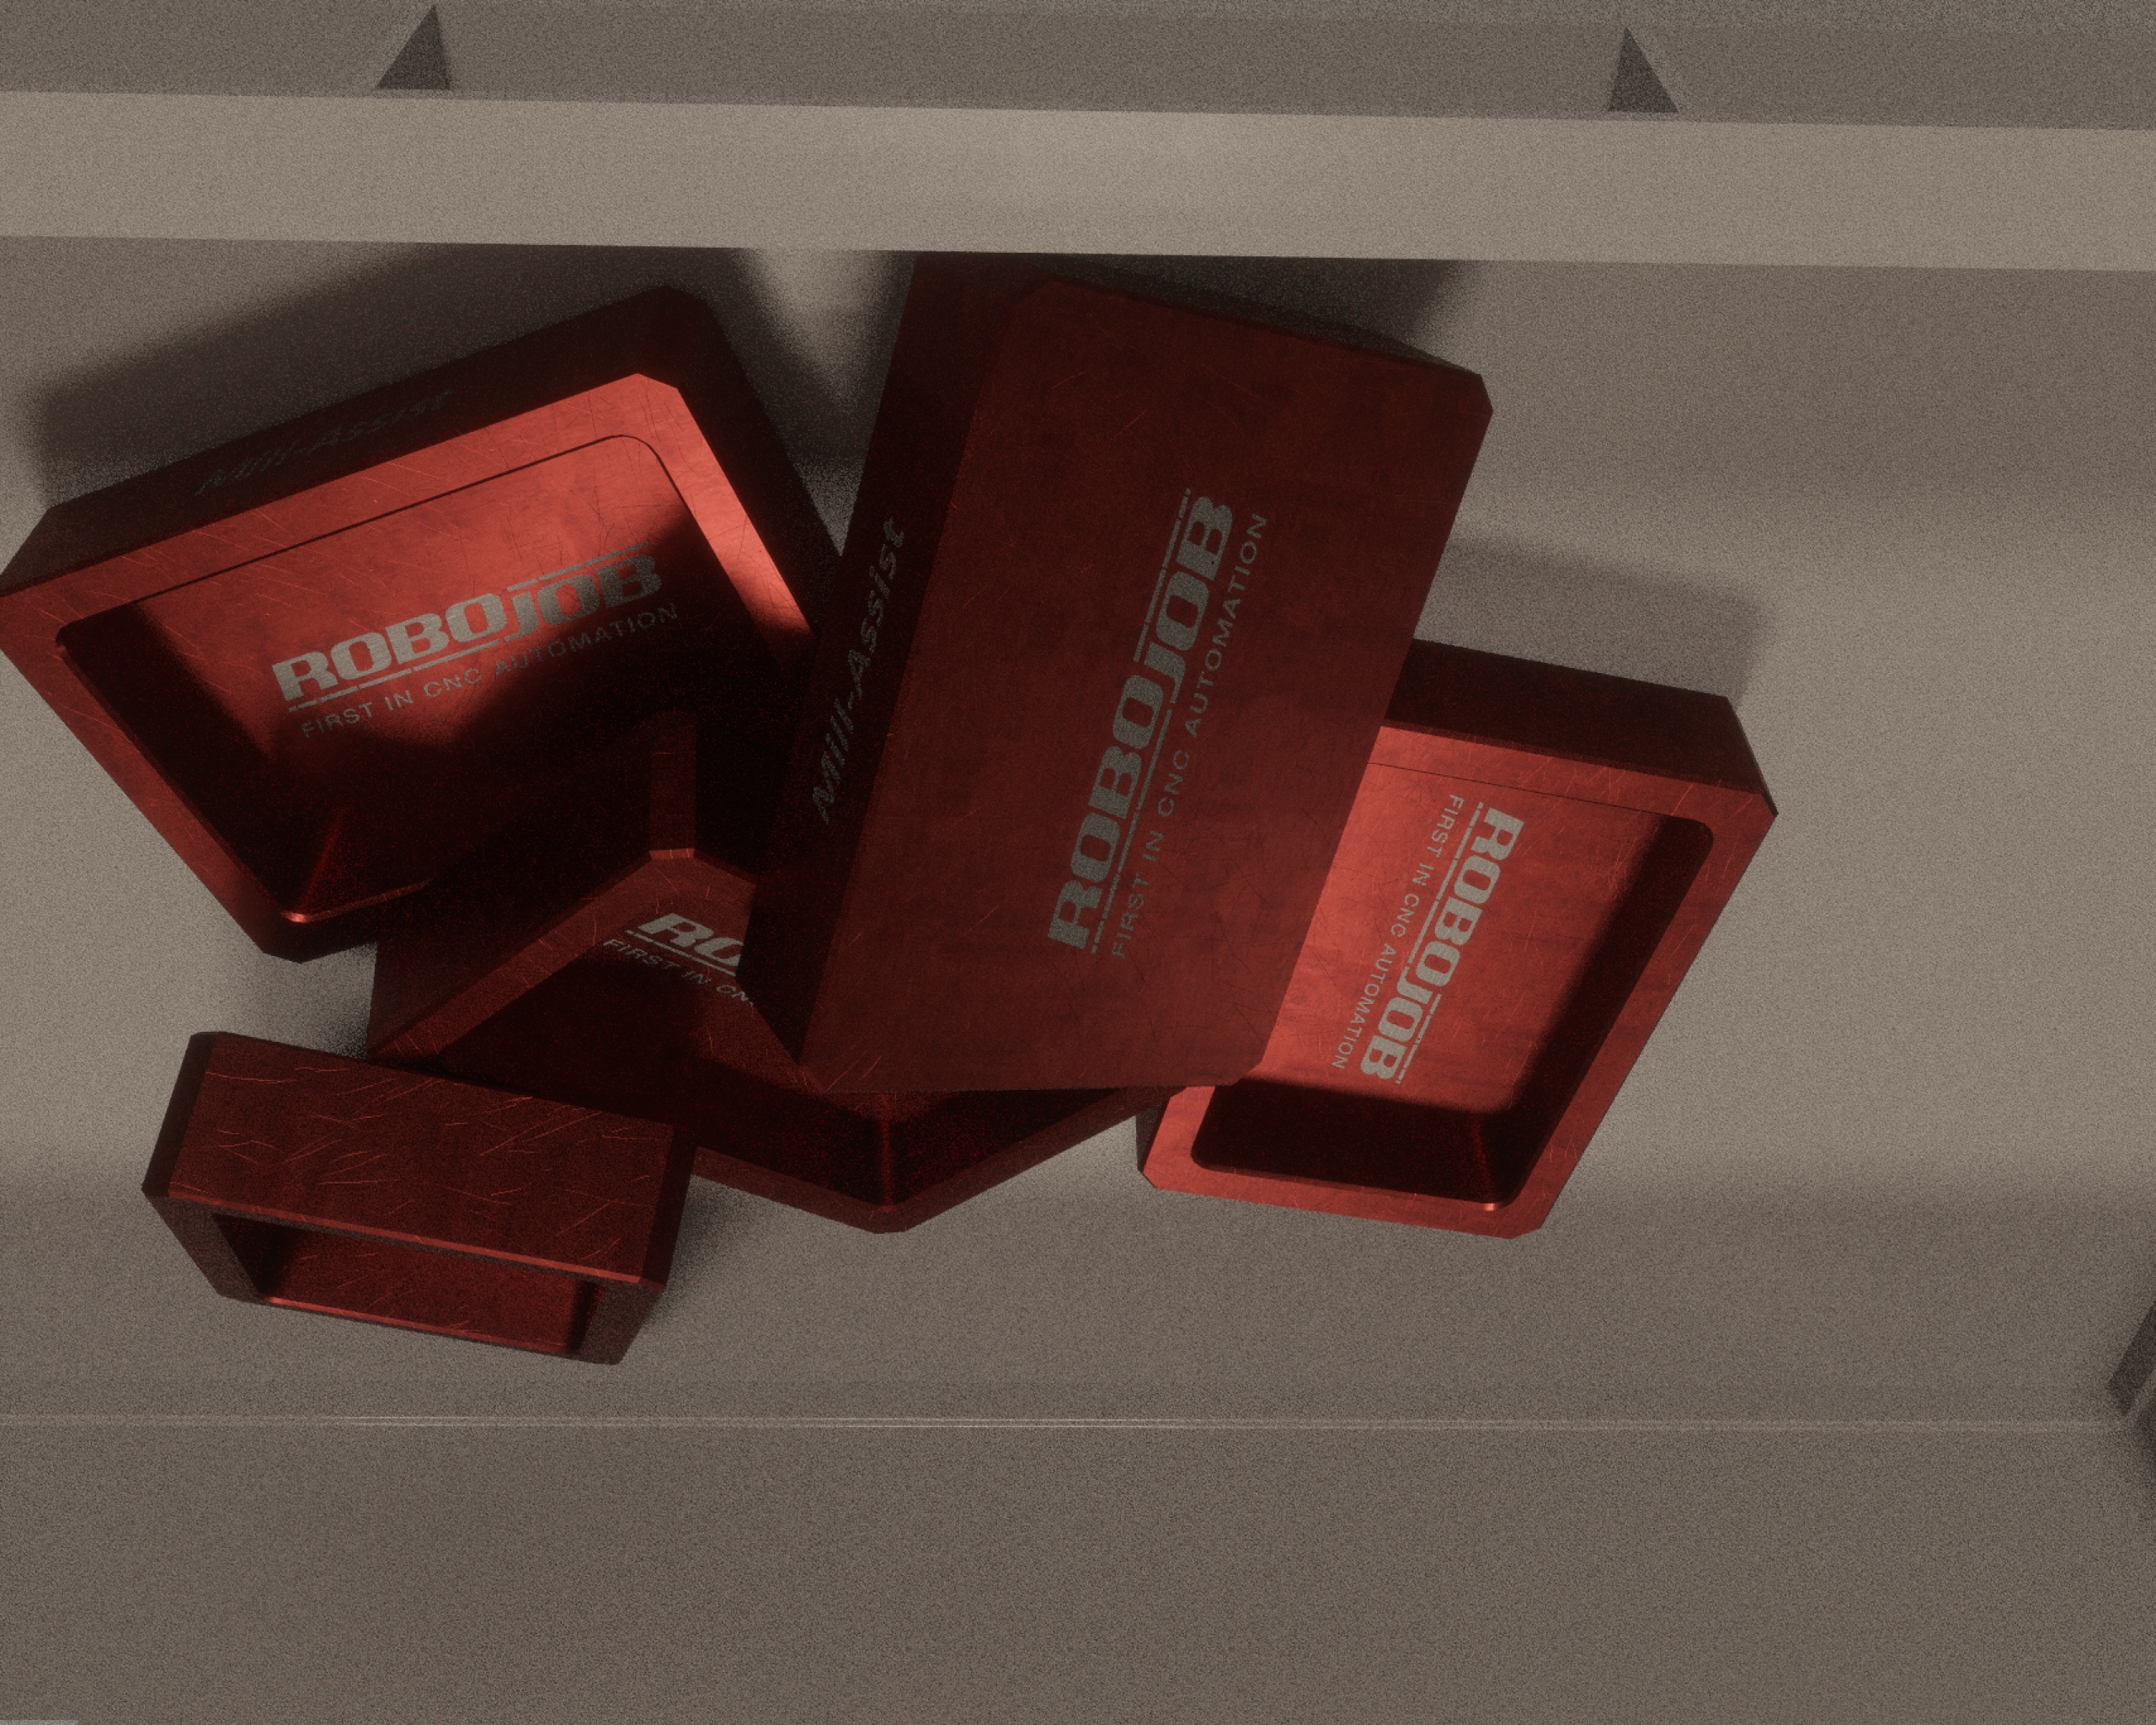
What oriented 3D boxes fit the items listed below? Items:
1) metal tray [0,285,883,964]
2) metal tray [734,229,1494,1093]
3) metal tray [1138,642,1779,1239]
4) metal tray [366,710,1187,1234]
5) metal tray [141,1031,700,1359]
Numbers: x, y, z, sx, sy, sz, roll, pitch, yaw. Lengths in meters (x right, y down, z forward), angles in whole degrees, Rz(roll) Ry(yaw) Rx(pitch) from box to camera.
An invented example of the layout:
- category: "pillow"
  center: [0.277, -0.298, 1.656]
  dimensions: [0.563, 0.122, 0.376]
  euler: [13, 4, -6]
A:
- category: "metal tray"
  center: [-0.108, -0.037, 0.370]
  dimensions: [0.130, 0.030, 0.090]
  euler: [-16, 129, 12]
- category: "metal tray"
  center: [0.005, -0.026, 0.336]
  dimensions: [0.091, 0.030, 0.129]
  euler: [3, 114, -33]
- category: "metal tray"
  center: [0.070, 0.019, 0.421]
  dimensions: [0.091, 0.030, 0.129]
  euler: [10, 130, -9]
- category: "metal tray"
  center: [-0.054, 0.027, 0.398]
  dimensions: [0.090, 0.030, 0.131]
  euler: [-31, 139, 31]
- category: "metal tray"
  center: [-0.131, 0.073, 0.426]
  dimensions: [0.091, 0.030, 0.129]
  euler: [13, 157, -12]
